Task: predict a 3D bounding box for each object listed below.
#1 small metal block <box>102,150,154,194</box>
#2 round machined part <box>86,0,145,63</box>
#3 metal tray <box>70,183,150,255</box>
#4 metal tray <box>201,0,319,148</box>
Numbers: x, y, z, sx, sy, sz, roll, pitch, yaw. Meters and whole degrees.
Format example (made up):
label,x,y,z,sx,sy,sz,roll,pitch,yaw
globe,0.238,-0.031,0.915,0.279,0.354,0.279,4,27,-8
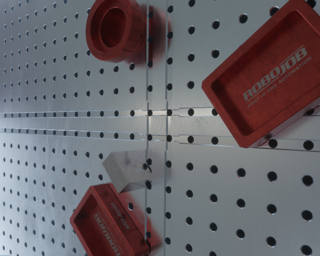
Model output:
label,x,y,z,sx,sy,sz,roll,pitch,yaw
small metal block,-0.044,0.059,0.429,0.025,0.050,0.050,-49,61,29
round machined part,-0.060,-0.143,0.448,0.098,0.042,0.097,0,90,40
metal tray,-0.082,0.162,0.473,0.130,0.030,0.089,49,119,28
metal tray,0.114,-0.050,0.311,0.129,0.030,0.090,-43,64,31
